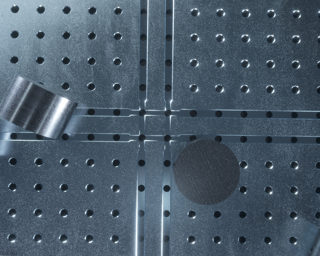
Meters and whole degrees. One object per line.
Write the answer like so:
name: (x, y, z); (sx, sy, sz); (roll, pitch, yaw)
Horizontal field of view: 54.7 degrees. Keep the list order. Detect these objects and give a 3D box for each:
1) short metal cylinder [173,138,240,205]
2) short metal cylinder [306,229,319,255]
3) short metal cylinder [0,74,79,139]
short metal cylinder: (0.057, 0.054, 0.402); (0.081, 0.050, 0.079); (0, 90, -1)
short metal cylinder: (0.231, 0.170, 0.389); (0.080, 0.080, 0.050); (25, 90, -1)
short metal cylinder: (-0.150, -0.026, 0.384); (0.080, 0.080, 0.050); (26, 90, -1)
